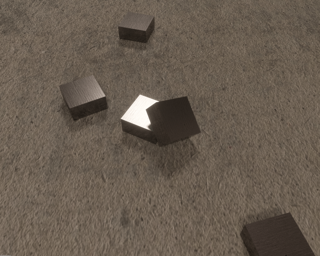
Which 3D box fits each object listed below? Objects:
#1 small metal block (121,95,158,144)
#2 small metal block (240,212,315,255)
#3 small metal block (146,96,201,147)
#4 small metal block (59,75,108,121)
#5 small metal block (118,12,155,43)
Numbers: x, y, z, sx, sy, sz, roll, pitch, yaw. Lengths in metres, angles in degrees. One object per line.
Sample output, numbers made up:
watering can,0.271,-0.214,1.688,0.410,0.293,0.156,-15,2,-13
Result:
small metal block,-0.016,-0.012,0.413,0.050,0.025,0.050,21,53,16
small metal block,0.115,0.118,0.306,0.050,0.025,0.050,-12,51,-10
small metal block,0.017,-0.009,0.387,0.050,0.025,0.050,-15,81,-37
small metal block,-0.108,-0.044,0.438,0.050,0.025,0.050,-22,54,-18
small metal block,-0.041,-0.180,0.554,0.050,0.025,0.050,13,51,10
